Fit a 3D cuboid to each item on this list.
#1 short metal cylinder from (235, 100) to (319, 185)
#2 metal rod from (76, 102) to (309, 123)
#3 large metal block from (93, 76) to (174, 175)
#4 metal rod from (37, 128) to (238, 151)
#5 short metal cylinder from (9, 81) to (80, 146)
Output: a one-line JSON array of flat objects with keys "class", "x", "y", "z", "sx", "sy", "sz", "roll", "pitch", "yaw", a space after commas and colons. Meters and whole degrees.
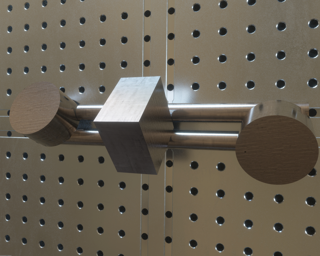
[{"class": "short metal cylinder", "x": 0.127, "y": 0.015, "z": 0.340, "sx": 0.080, "sy": 0.050, "sz": 0.079, "roll": 8, "pitch": 115, "yaw": 17}, {"class": "metal rod", "x": 0.026, "y": -0.020, "z": 0.402, "sx": 0.301, "sy": 0.025, "sz": 0.025, "roll": 1, "pitch": 90, "yaw": 19}, {"class": "large metal block", "x": -0.025, "y": -0.004, "z": 0.360, "sx": 0.050, "sy": 0.080, "sz": 0.080, "roll": 1, "pitch": 132, "yaw": 20}, {"class": "metal rod", "x": -0.044, "y": 0.014, "z": 0.427, "sx": 0.301, "sy": 0.025, "sz": 0.025, "roll": 1, "pitch": 90, "yaw": 19}, {"class": "short metal cylinder", "x": -0.163, "y": -0.019, "z": 0.441, "sx": 0.080, "sy": 0.050, "sz": 0.080, "roll": -7, "pitch": 65, "yaw": 16}]
